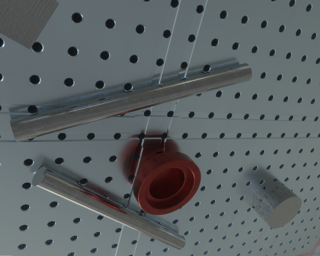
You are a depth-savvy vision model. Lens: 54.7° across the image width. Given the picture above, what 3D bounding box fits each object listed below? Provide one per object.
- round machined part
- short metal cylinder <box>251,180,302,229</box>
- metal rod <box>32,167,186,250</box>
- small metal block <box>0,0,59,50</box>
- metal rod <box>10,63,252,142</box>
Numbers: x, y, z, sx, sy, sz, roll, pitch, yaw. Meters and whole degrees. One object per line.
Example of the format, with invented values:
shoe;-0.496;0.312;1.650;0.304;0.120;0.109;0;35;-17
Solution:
round machined part;0.006;0.075;0.450;0.099;0.042;0.097;-14;124;-21
short metal cylinder;0.230;0.151;0.614;0.081;0.050;0.079;-14;124;-21
metal rod;-0.054;0.132;0.462;0.025;0.025;0.301;-47;129;4
small metal block;-0.127;-0.107;0.275;0.050;0.025;0.050;29;102;-38
metal rod;-0.018;-0.037;0.378;0.302;0.025;0.025;-16;125;-19
